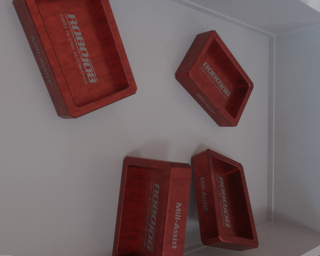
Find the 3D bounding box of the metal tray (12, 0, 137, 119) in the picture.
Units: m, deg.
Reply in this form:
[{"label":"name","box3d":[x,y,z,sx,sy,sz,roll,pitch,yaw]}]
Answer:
[{"label":"metal tray","box3d":[-0.085,-0.085,0.332,0.091,0.030,0.129,-29,108,-37]}]

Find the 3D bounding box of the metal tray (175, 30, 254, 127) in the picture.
[{"label":"metal tray","box3d":[0.089,-0.073,0.480,0.130,0.030,0.090,43,64,-32]}]

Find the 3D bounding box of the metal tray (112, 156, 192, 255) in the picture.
[{"label":"metal tray","box3d":[-0.012,0.101,0.356,0.030,0.090,0.129,10,84,-40]}]

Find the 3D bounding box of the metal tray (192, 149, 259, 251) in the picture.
[{"label":"metal tray","box3d":[0.093,0.104,0.447,0.090,0.030,0.130,25,48,-36]}]
